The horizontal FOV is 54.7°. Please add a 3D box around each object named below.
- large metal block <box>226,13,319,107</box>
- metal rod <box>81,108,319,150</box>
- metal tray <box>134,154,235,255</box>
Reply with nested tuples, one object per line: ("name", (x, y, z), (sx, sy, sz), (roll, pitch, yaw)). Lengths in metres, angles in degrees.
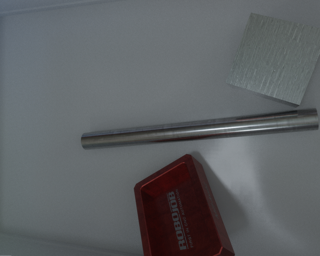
("large metal block", (0.130, -0.075, 0.351), (0.080, 0.050, 0.080), (21, 97, 18))
("metal rod", (0.035, 0.005, 0.397), (0.301, 0.025, 0.025), (-6, 88, 19))
("metal tray", (0.021, 0.104, 0.360), (0.090, 0.030, 0.130), (-33, 42, 16))
